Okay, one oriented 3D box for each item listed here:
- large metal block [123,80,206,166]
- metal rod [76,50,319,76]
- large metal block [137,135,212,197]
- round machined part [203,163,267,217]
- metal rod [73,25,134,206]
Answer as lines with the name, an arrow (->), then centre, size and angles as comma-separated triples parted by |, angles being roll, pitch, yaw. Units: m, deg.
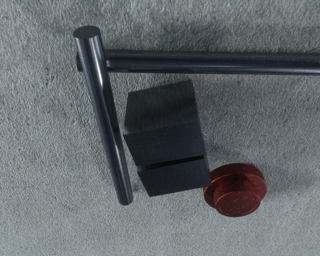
large metal block -> 0.006, -0.007, 0.365 | 0.080, 0.080, 0.050 | -11, 130, 8
metal rod -> 0.062, -0.073, 0.346 | 0.302, 0.025, 0.025 | 1, 130, -1
large metal block -> 0.018, 0.036, 0.402 | 0.080, 0.080, 0.050 | -13, 129, 10
round machined part -> 0.118, 0.104, 0.486 | 0.099, 0.042, 0.097 | -1, 130, 0
metal rod -> -0.062, 0.013, 0.397 | 0.025, 0.025, 0.298 | -2, 137, 1
